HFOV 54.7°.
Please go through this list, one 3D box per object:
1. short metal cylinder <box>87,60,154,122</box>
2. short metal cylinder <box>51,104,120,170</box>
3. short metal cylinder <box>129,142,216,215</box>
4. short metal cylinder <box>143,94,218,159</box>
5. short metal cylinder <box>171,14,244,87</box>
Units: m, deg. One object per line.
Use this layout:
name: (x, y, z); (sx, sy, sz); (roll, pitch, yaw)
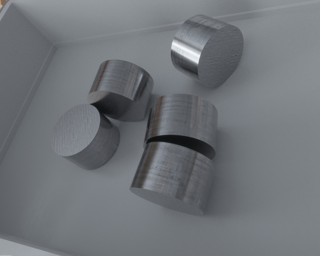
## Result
short metal cylinder: (-0.054, -0.049, 0.429); (0.080, 0.080, 0.050); (1, 62, 29)
short metal cylinder: (-0.104, 0.013, 0.437); (0.080, 0.050, 0.080); (-13, 56, 21)
short metal cylinder: (0.014, 0.055, 0.329); (0.080, 0.080, 0.050); (6, 65, 31)
short metal cylinder: (0.025, 0.004, 0.355); (0.080, 0.080, 0.050); (-5, 60, 25)
short metal cylinder: (0.061, -0.099, 0.399); (0.080, 0.080, 0.050); (-48, 51, -5)
